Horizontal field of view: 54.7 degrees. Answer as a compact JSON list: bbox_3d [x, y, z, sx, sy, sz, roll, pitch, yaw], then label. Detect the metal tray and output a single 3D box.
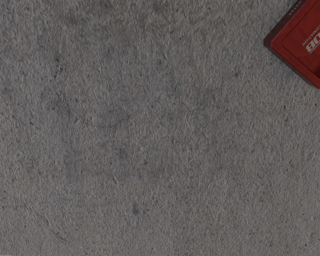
[{"bbox_3d":[0.201,-0.123,0.363,0.090,0.030,0.130,36,106,-13],"label":"metal tray"}]
